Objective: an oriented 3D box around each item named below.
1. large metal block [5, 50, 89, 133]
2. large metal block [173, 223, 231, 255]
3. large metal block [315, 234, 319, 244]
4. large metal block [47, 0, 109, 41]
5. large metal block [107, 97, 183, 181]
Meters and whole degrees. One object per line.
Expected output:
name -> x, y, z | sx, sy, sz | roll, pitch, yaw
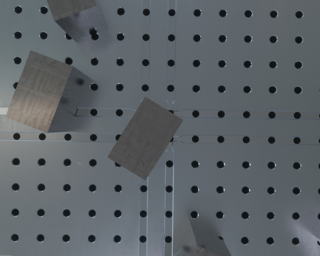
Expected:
large metal block -> -0.135, -0.041, 0.385 | 0.050, 0.080, 0.080 | 21, 90, 0
large metal block -> 0.045, 0.177, 0.386 | 0.050, 0.080, 0.080 | 28, 90, 0
large metal block -> 0.255, 0.173, 0.388 | 0.050, 0.080, 0.080 | -29, 90, 0
large metal block -> -0.108, -0.165, 0.385 | 0.050, 0.080, 0.080 | -21, 90, 0
large metal block -> -0.016, 0.012, 0.386 | 0.050, 0.080, 0.080 | 32, 90, 0
